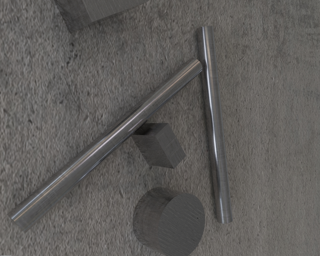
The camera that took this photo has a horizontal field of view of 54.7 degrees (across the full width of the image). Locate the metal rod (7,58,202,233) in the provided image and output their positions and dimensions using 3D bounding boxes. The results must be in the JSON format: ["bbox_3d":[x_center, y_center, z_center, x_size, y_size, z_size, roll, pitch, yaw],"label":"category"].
[{"bbox_3d":[-0.042,0.000,0.368,0.301,0.025,0.025,-44,117,-31],"label":"metal rod"}]

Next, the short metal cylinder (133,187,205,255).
[{"bbox_3d":[0.012,0.120,0.399,0.081,0.050,0.080,0,90,-40],"label":"short metal cylinder"}]

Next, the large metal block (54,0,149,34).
[{"bbox_3d":[-0.070,-0.157,0.329,0.080,0.050,0.080,-36,113,-34],"label":"large metal block"}]

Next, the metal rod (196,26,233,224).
[{"bbox_3d":[0.085,-0.001,0.475,0.025,0.025,0.298,-12,98,-39],"label":"metal rod"}]

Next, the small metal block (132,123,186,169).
[{"bbox_3d":[-0.003,0.021,0.386,0.025,0.050,0.050,-44,117,-31],"label":"small metal block"}]
